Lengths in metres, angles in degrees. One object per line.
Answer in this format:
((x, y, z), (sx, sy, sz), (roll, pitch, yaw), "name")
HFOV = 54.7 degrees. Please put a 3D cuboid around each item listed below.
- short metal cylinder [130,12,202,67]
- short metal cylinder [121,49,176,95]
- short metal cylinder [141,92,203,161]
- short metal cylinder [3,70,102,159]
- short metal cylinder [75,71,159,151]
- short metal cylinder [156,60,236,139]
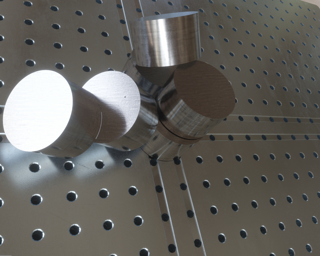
((0.008, -0.107, 0.369), (0.081, 0.080, 0.050), (-27, 120, -37), "short metal cylinder")
((-0.010, -0.075, 0.432), (0.081, 0.050, 0.080), (13, 56, -21), "short metal cylinder")
((0.013, -0.004, 0.400), (0.081, 0.050, 0.080), (14, 56, -21), "short metal cylinder")
((-0.107, -0.012, 0.314), (0.050, 0.080, 0.080), (34, 33, -65), "short metal cylinder")
((-0.048, -0.017, 0.348), (0.050, 0.080, 0.080), (33, 34, -65), "short metal cylinder")
((0.041, -0.033, 0.368), (0.081, 0.050, 0.080), (13, 56, -21), "short metal cylinder")
